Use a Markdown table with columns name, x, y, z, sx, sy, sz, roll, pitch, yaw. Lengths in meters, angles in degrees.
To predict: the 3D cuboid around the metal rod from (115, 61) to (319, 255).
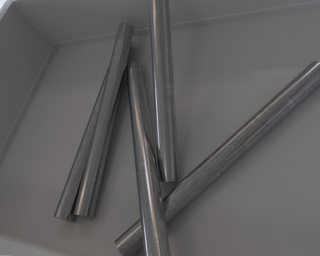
| name | x | y | z | sx | sy | sz | roll | pitch | yaw |
| --- | --- | --- | --- | --- | --- | --- | --- | --- | --- |
| metal rod | 0.070 | 0.034 | 0.347 | 0.300 | 0.025 | 0.025 | -42 | 51 | -1 |

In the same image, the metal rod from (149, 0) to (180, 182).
| name | x | y | z | sx | sy | sz | roll | pitch | yaw |
| --- | --- | --- | --- | --- | --- | --- | --- | --- | --- |
| metal rod | 0.002 | -0.086 | 0.379 | 0.025 | 0.025 | 0.298 | -6 | 84 | 25 |

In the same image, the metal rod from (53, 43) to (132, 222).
| name | x | y | z | sx | sy | sz | roll | pitch | yaw |
| --- | --- | --- | --- | --- | --- | --- | --- | --- | --- |
| metal rod | -0.092 | -0.014 | 0.462 | 0.025 | 0.025 | 0.300 | 0 | 61 | 28 |

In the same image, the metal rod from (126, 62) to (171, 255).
| name | x | y | z | sx | sy | sz | roll | pitch | yaw |
| --- | --- | --- | --- | --- | --- | --- | --- | --- | --- |
| metal rod | -0.021 | 0.017 | 0.385 | 0.025 | 0.025 | 0.300 | -23 | 47 | 14 |

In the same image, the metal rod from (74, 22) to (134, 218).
| name | x | y | z | sx | sy | sz | roll | pitch | yaw |
| --- | --- | --- | --- | --- | --- | --- | --- | --- | --- |
| metal rod | -0.075 | -0.026 | 0.445 | 0.025 | 0.025 | 0.299 | -3 | 65 | 27 |
